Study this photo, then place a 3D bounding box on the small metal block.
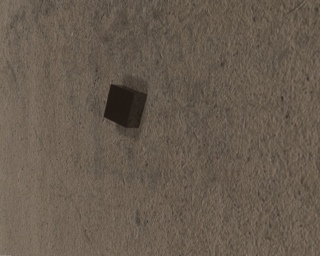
[{"bbox_3d":[-0.050,-0.032,0.444,0.050,0.025,0.050,24,105,37],"label":"small metal block"}]
